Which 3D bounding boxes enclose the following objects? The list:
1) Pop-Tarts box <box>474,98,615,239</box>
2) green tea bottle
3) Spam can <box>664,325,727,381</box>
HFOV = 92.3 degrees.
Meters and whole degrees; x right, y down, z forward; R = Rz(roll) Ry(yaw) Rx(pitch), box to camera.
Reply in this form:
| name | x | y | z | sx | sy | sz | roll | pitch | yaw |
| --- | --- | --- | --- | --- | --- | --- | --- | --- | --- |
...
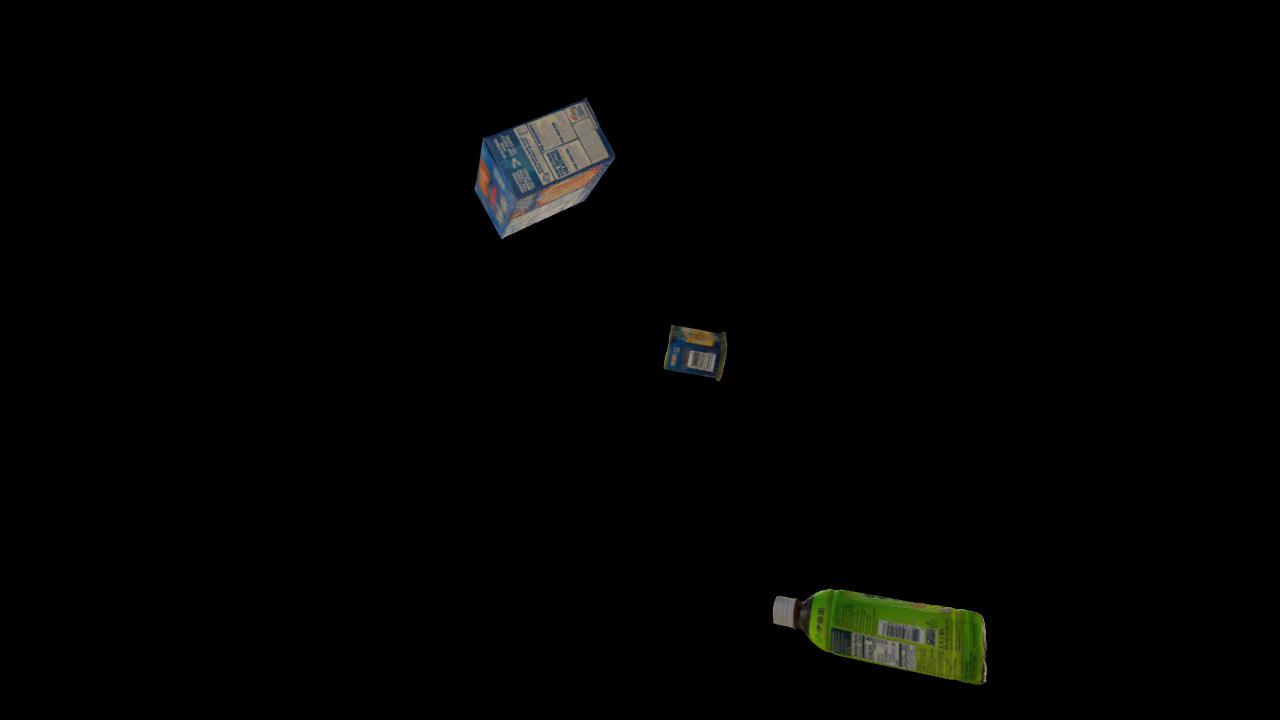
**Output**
| name | x | y | z | sx | sy | sz | roll | pitch | yaw |
| --- | --- | --- | --- | --- | --- | --- | --- | --- | --- |
| Pop-Tarts box | -0.129 | -0.242 | 0.798 | 0.141 | 0.083 | 0.167 | -30 | 4 | -18 |
| green tea bottle | 0.251 | 0.288 | 0.662 | 0.212 | 0.073 | 0.073 | 2 | 1 | 24 |
| Spam can | 0.082 | -0.014 | 0.922 | 0.085 | 0.058 | 0.101 | 10 | 17 | 2 |
